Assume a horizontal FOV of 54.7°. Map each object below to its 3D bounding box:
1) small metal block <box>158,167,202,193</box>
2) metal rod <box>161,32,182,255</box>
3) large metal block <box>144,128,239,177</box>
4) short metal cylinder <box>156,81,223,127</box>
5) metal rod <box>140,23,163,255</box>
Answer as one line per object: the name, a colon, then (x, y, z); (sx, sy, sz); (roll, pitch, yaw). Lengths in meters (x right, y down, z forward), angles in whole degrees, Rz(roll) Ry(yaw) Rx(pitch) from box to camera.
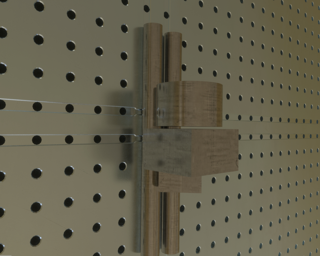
small metal block: (0.026, 0.063, 0.387); (0.050, 0.050, 0.025); (3, 87, -85)
metal rod: (0.016, 0.020, 0.426); (0.025, 0.025, 0.298); (1, 89, -40)
large metal block: (0.037, 0.026, 0.374); (0.081, 0.080, 0.050); (0, 90, -40)
short metal cylinder: (0.036, -0.027, 0.377); (0.081, 0.080, 0.050); (1, 90, -40)
metal rod: (-0.011, 0.016, 0.403); (0.025, 0.025, 0.298); (1, 89, -40)
